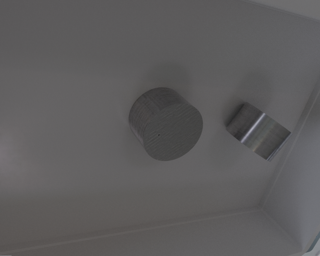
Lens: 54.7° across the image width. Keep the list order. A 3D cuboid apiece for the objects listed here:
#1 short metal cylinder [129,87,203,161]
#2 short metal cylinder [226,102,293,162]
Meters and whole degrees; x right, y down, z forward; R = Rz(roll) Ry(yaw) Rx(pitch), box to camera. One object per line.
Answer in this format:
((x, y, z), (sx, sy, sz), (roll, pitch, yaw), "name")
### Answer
((0.007, -0.005, 0.393), (0.081, 0.050, 0.079), (-14, 124, -21), "short metal cylinder")
((0.144, 0.005, 0.455), (0.080, 0.080, 0.050), (27, 103, -38), "short metal cylinder")
